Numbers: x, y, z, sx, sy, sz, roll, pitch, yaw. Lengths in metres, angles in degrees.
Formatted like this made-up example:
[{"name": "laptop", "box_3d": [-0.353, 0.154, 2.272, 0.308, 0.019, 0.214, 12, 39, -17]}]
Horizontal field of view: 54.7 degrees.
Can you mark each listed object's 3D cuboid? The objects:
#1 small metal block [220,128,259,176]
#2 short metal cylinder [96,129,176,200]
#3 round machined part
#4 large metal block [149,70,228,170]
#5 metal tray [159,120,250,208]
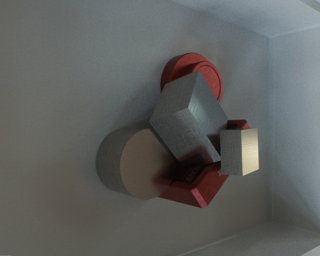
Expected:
[{"name": "small metal block", "box_3d": [0.093, 0.026, 0.361, 0.050, 0.025, 0.050, -4, 92, -53]}, {"name": "short metal cylinder", "box_3d": [-0.027, 0.040, 0.367, 0.081, 0.050, 0.079, 0, 90, -40]}, {"name": "round machined part", "box_3d": [0.051, -0.058, 0.438, 0.099, 0.042, 0.097, 0, 90, -40]}, {"name": "large metal block", "box_3d": [0.039, -0.010, 0.376, 0.080, 0.050, 0.080, 54, 34, -27]}, {"name": "metal tray", "box_3d": [0.054, 0.040, 0.409, 0.131, 0.090, 0.030, -46, 117, -31]}]
